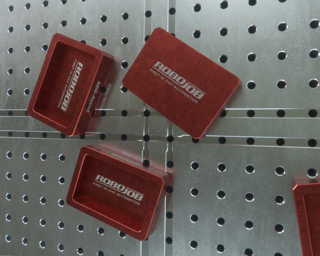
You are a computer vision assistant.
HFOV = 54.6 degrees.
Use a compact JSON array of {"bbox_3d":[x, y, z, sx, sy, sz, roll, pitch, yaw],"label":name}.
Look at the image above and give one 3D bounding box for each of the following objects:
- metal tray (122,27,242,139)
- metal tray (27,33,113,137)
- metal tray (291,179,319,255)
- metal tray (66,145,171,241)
[{"bbox_3d":[0.026,-0.058,0.401,0.130,0.030,0.090,37,102,16],"label":"metal tray"},{"bbox_3d":[-0.134,-0.063,0.457,0.090,0.030,0.129,25,98,18],"label":"metal tray"},{"bbox_3d":[0.202,0.121,0.338,0.090,0.030,0.129,-9,87,19],"label":"metal tray"},{"bbox_3d":[-0.060,0.086,0.431,0.130,0.030,0.090,20,97,19],"label":"metal tray"}]
